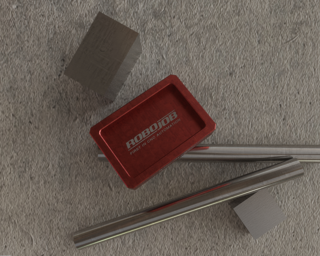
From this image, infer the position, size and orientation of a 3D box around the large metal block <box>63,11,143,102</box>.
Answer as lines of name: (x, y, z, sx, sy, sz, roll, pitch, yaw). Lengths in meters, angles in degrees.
large metal block: (-0.065, -0.082, 0.382, 0.050, 0.080, 0.080, 29, 90, -1)

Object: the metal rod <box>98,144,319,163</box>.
metal rod: (0.072, 0.033, 0.410, 0.302, 0.025, 0.025, 1, 90, -1)

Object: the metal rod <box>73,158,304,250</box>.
metal rod: (0.034, 0.099, 0.400, 0.301, 0.025, 0.025, -19, 90, 3)

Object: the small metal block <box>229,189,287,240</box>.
small metal block: (0.129, 0.110, 0.412, 0.050, 0.025, 0.050, -35, 91, 0)

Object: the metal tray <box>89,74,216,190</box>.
metal tray: (-0.008, 0.004, 0.388, 0.131, 0.030, 0.090, -35, 78, -10)
